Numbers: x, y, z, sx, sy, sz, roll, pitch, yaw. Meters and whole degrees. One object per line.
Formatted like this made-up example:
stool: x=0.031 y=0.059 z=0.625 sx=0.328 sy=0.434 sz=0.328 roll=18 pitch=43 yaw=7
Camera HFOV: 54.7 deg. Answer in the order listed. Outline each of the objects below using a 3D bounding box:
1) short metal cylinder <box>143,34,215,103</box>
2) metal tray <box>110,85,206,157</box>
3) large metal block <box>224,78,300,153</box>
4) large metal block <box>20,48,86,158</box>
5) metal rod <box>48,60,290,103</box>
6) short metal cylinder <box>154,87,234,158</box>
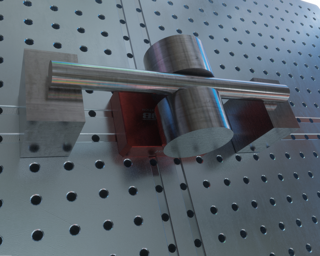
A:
short metal cylinder: x=0.023 y=-0.071 z=0.390 sx=0.081 sy=0.080 sz=0.050 roll=1 pitch=62 yaw=-28
metal tray: x=0.006 y=-0.010 z=0.414 sx=0.131 sy=0.030 sz=0.090 roll=1 pitch=61 yaw=-28
large metal block: x=0.144 y=-0.017 z=0.459 sx=0.050 sy=0.080 sz=0.080 roll=1 pitch=62 yaw=-28
large metal block: x=-0.116 y=-0.023 z=0.322 sx=0.050 sy=0.080 sz=0.080 roll=1 pitch=62 yaw=-28
metal rod: x=0.034 y=-0.048 z=0.352 sx=0.303 sy=0.025 sz=0.025 roll=0 pitch=62 yaw=-28
short metal cylinder: x=0.038 y=-0.004 z=0.357 sx=0.081 sy=0.080 sz=0.050 roll=1 pitch=62 yaw=-28
